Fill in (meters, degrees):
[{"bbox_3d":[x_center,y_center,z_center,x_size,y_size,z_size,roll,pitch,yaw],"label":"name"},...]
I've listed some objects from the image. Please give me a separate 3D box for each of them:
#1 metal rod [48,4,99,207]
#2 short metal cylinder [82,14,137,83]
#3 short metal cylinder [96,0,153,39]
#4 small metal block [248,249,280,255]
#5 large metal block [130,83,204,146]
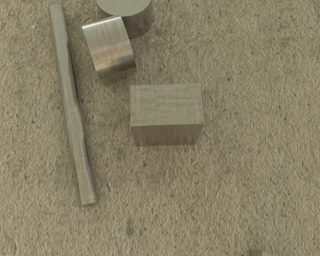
[{"bbox_3d":[-0.122,-0.044,0.423,0.025,0.025,0.299,-13,71,-5],"label":"metal rod"},{"bbox_3d":[-0.068,-0.106,0.417,0.050,0.080,0.080,-18,71,-6],"label":"short metal cylinder"},{"bbox_3d":[-0.051,-0.181,0.460,0.081,0.050,0.080,0,69,0],"label":"short metal cylinder"},{"bbox_3d":[0.127,0.154,0.340,0.050,0.050,0.025,16,71,6],"label":"small metal block"},{"bbox_3d":[0.007,-0.013,0.384,0.081,0.080,0.050,-2,70,-1],"label":"large metal block"}]
